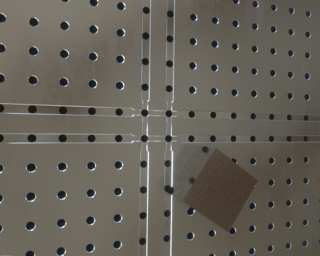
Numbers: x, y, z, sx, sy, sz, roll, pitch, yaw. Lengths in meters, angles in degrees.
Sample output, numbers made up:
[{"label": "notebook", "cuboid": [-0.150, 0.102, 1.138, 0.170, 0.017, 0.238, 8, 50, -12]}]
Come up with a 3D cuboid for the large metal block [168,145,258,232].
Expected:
[{"label": "large metal block", "cuboid": [0.072, 0.081, 0.426, 0.080, 0.050, 0.080, 37, 78, -16]}]
